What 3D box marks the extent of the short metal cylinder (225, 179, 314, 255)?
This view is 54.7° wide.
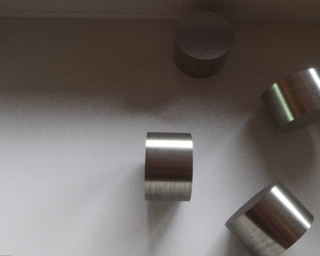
[{"bbox_3d":[0.120,0.102,0.345,0.080,0.080,0.050,-37,75,-13],"label":"short metal cylinder"}]

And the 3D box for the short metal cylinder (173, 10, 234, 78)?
[{"bbox_3d":[0.059,-0.118,0.440,0.081,0.050,0.080,0,70,0],"label":"short metal cylinder"}]

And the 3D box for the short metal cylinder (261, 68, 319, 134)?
[{"bbox_3d":[0.177,-0.032,0.394,0.081,0.080,0.050,-16,71,-6],"label":"short metal cylinder"}]

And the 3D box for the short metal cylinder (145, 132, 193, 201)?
[{"bbox_3d":[0.010,0.045,0.364,0.050,0.080,0.080,1,70,0],"label":"short metal cylinder"}]
